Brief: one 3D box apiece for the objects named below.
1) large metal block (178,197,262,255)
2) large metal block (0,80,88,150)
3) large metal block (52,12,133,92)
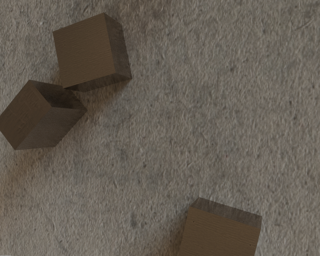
[{"bbox_3d":[0.071,0.138,0.370,0.080,0.050,0.079,14,95,19],"label":"large metal block"},{"bbox_3d":[-0.164,-0.017,0.436,0.080,0.080,0.050,-45,76,14],"label":"large metal block"},{"bbox_3d":[-0.092,-0.100,0.427,0.080,0.050,0.080,-13,86,19],"label":"large metal block"}]
